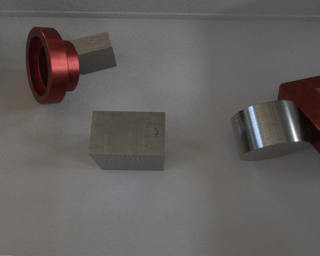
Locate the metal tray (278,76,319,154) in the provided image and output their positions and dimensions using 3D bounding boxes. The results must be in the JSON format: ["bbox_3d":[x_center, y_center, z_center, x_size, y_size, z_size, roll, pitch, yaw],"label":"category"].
[{"bbox_3d":[0.217,-0.018,0.382,0.091,0.030,0.130,-12,40,-3],"label":"metal tray"}]

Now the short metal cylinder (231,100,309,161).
[{"bbox_3d":[0.133,0.006,0.380,0.081,0.080,0.050,-7,70,-3],"label":"short metal cylinder"}]

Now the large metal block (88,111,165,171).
[{"bbox_3d":[-0.035,0.018,0.373,0.081,0.080,0.050,1,70,0],"label":"large metal block"}]

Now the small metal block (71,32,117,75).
[{"bbox_3d":[-0.091,-0.103,0.433,0.050,0.050,0.025,-16,71,-6],"label":"small metal block"}]

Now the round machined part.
[{"bbox_3d":[-0.140,-0.081,0.407,0.042,0.097,0.098,-10,67,-38],"label":"round machined part"}]
